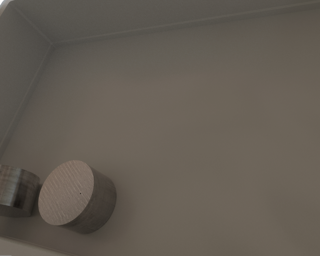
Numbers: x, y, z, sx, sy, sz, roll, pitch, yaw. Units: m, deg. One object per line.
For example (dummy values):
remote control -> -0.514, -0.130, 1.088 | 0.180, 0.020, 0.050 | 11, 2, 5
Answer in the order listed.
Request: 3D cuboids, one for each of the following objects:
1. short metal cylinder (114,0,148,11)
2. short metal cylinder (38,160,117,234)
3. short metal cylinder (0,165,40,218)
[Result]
short metal cylinder -> -0.058, -0.271, 0.587 | 0.080, 0.050, 0.080 | -13, 56, 20
short metal cylinder -> -0.102, 0.087, 0.388 | 0.080, 0.050, 0.080 | -13, 56, 20
short metal cylinder -> -0.213, 0.088, 0.426 | 0.080, 0.080, 0.050 | -9, 58, 23
